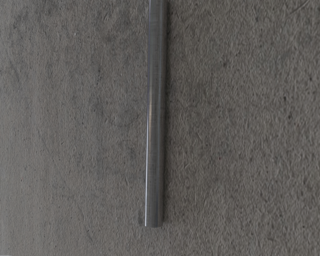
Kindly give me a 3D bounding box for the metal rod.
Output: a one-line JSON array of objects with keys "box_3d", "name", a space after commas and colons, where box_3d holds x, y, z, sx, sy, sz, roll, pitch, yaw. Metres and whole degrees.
[{"box_3d": [-0.005, -0.021, 0.410, 0.025, 0.025, 0.298, 2, 91, 40], "name": "metal rod"}]
